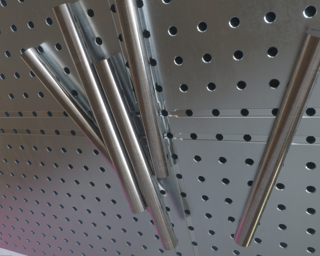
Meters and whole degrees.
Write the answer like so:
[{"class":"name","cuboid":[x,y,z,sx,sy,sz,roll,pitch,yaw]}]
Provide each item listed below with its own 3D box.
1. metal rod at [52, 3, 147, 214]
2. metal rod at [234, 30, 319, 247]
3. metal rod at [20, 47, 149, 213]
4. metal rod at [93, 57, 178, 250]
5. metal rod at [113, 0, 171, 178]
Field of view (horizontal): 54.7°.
[{"class":"metal rod","cuboid":[-0.076,-0.014,0.423,0.025,0.025,0.298,-8,110,31]},{"class":"metal rod","cuboid":[0.132,0.038,0.364,0.025,0.025,0.298,18,126,17]},{"class":"metal rod","cuboid":[-0.098,0.009,0.466,0.025,0.025,0.300,-30,102,37]},{"class":"metal rod","cuboid":[-0.028,0.048,0.440,0.025,0.025,0.298,-7,111,31]},{"class":"metal rod","cuboid":[-0.023,-0.066,0.381,0.025,0.025,0.298,3,120,26]}]
